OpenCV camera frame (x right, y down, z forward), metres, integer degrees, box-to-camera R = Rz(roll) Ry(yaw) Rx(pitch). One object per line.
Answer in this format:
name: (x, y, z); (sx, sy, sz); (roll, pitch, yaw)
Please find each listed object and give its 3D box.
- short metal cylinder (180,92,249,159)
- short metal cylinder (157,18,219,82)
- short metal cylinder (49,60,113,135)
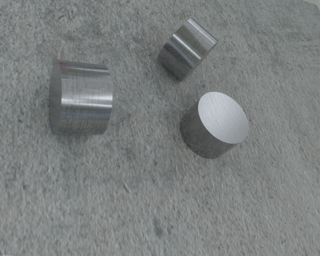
short metal cylinder: (0.075, -0.003, 0.432); (0.081, 0.050, 0.080); (14, 56, -21)
short metal cylinder: (0.041, -0.116, 0.463); (0.050, 0.080, 0.080); (43, 51, 0)
short metal cylinder: (-0.090, -0.032, 0.340); (0.050, 0.080, 0.080); (1, 61, -28)
